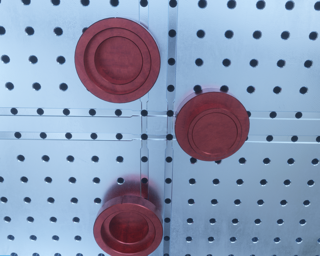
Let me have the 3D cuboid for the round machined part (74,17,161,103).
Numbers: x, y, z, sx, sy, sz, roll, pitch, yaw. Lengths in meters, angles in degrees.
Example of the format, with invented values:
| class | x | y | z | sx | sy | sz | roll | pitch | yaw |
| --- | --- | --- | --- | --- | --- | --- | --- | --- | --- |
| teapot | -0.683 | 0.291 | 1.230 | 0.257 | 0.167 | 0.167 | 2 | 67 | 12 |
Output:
| class | x | y | z | sx | sy | sz | roll | pitch | yaw |
| --- | --- | --- | --- | --- | --- | --- | --- | --- | --- |
| round machined part | -0.048 | -0.082 | 0.374 | 0.099 | 0.042 | 0.097 | 0 | 110 | 0 |

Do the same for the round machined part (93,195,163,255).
| class | x | y | z | sx | sy | sz | roll | pitch | yaw |
| --- | --- | --- | --- | --- | --- | --- | --- | --- | --- |
| round machined part | -0.045 | 0.140 | 0.455 | 0.099 | 0.042 | 0.097 | 0 | 110 | 0 |

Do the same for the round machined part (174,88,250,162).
| class | x | y | z | sx | sy | sz | roll | pitch | yaw |
| --- | --- | --- | --- | --- | --- | --- | --- | --- | --- |
| round machined part | 0.068 | 0.000 | 0.405 | 0.099 | 0.042 | 0.097 | 0 | 110 | 0 |
